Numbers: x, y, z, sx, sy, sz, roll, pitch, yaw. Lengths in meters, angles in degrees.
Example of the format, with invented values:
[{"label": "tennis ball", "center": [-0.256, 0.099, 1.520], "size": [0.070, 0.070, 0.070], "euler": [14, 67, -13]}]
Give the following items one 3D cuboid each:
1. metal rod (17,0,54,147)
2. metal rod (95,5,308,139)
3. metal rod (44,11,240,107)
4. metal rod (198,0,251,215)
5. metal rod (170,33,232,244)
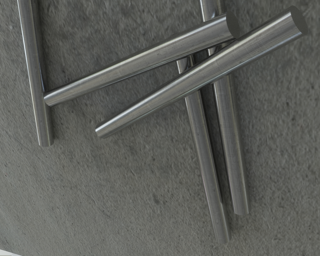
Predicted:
[{"label": "metal rod", "center": [-0.176, -0.099, 0.435], "size": [0.025, 0.025, 0.298], "euler": [19, 126, 17]}, {"label": "metal rod", "center": [0.012, -0.039, 0.344], "size": [0.299, 0.025, 0.025], "euler": [-24, 106, 46]}, {"label": "metal rod", "center": [-0.049, -0.067, 0.367], "size": [0.300, 0.025, 0.025], "euler": [-12, 113, 40]}, {"label": "metal rod", "center": [0.076, -0.023, 0.351], "size": [0.025, 0.025, 0.298], "euler": [0, 119, 28]}, {"label": "metal rod", "center": [0.058, 0.030, 0.393], "size": [0.025, 0.025, 0.298], "euler": [-1, 118, 28]}]
